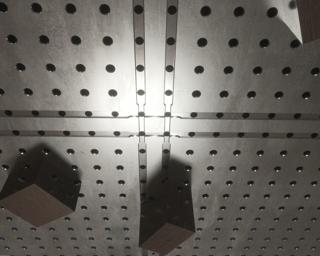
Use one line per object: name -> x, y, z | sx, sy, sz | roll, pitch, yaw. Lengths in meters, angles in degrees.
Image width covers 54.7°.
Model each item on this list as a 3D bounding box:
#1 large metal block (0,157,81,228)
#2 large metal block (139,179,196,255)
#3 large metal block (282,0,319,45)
large metal block -> -0.185, 0.102, 0.479 | 0.080, 0.050, 0.080 | -26, 126, 20
large metal block -> 0.009, 0.144, 0.498 | 0.050, 0.080, 0.080 | 26, 125, -21
large metal block -> 0.158, -0.136, 0.282 | 0.080, 0.050, 0.080 | -18, 128, 14
